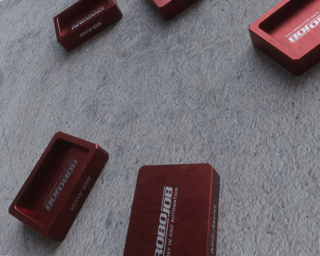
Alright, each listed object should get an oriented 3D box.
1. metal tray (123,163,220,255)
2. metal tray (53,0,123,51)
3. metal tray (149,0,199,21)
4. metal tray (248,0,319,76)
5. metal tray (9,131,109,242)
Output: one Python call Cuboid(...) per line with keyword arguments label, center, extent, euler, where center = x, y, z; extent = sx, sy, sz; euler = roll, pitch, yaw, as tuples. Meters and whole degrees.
Cuboid(label="metal tray", center=(0.013, 0.104, 0.330), extent=(0.090, 0.030, 0.130), euler=(-5, 59, 25))
Cuboid(label="metal tray", center=(-0.144, -0.218, 0.610), extent=(0.130, 0.030, 0.090), euler=(-29, 52, 9))
Cuboid(label="metal tray", center=(0.019, -0.254, 0.547), extent=(0.090, 0.030, 0.130), euler=(-33, 51, 6))
Cuboid(label="metal tray", center=(0.190, -0.134, 0.383), extent=(0.130, 0.030, 0.090), euler=(-37, 51, 3))
Cuboid(label="metal tray", center=(-0.139, 0.075, 0.427), extent=(0.090, 0.030, 0.130), euler=(15, 69, 34))
